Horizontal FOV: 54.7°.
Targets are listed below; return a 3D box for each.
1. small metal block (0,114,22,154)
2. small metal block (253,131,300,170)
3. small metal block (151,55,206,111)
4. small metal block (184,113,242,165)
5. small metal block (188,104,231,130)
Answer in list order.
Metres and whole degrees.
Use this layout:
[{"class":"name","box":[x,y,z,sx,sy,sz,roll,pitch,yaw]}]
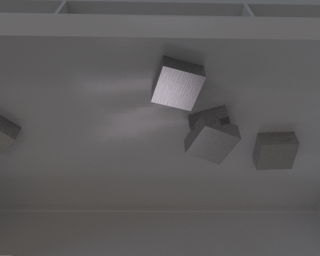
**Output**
[{"class":"small metal block","box":[-0.225,0.007,0.413,0.050,0.025,0.050,-35,122,26]},{"class":"small metal block","box":[0.163,0.033,0.438,0.050,0.025,0.050,-2,130,2]},{"class":"small metal block","box":[0.020,-0.052,0.365,0.050,0.025,0.050,12,129,-11]},{"class":"small metal block","box":[0.065,0.015,0.389,0.050,0.025,0.050,19,128,-16]},{"class":"small metal block","box":[0.069,0.002,0.411,0.050,0.025,0.050,-15,129,12]}]
